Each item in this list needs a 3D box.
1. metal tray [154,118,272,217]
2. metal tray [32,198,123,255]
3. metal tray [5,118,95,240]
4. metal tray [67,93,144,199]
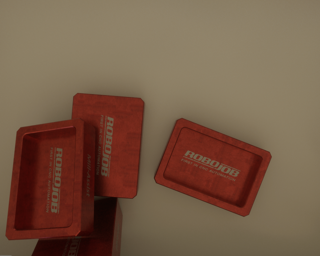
[{"bbox_3d":[0.068,0.050,0.409,0.131,0.030,0.090,21,90,-1],"label":"metal tray"},{"bbox_3d":[-0.093,0.134,0.356,0.091,0.130,0.030,-12,109,0],"label":"metal tray"},{"bbox_3d":[-0.124,0.059,0.358,0.090,0.030,0.129,-8,70,13],"label":"metal tray"},{"bbox_3d":[-0.070,0.023,0.408,0.091,0.030,0.129,5,90,-1],"label":"metal tray"}]
